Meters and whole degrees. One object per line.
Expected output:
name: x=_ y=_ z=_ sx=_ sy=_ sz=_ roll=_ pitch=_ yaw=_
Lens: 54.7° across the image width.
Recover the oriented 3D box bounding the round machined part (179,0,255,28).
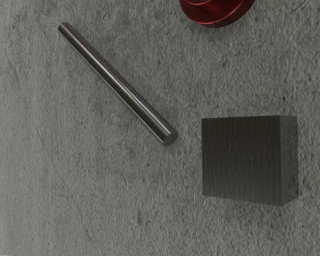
round machined part: x=0.059 y=-0.166 z=0.345 sx=0.098 sy=0.042 sz=0.097 roll=0 pitch=90 yaw=40

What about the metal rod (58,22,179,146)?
metal rod: x=-0.076 y=-0.080 z=0.467 sx=0.300 sy=0.025 sz=0.025 roll=46 pitch=118 yaw=30

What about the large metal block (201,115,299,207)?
large metal block: x=0.091 y=0.029 z=0.314 sx=0.080 sy=0.050 sz=0.080 roll=-1 pitch=89 yaw=40
